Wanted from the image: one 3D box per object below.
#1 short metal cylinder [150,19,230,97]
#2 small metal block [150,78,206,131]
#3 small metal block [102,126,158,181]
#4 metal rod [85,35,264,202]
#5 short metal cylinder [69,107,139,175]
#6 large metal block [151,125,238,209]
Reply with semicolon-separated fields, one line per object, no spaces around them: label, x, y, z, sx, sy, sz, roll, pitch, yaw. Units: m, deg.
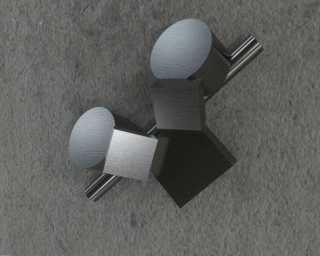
short metal cylinder;0.036;-0.080;0.368;0.080;0.050;0.080;-14;65;31
small metal block;0.021;-0.026;0.336;0.050;0.025;0.050;2;122;19
small metal block;-0.035;0.029;0.356;0.050;0.025;0.050;14;96;-13
metal rod;0.009;-0.003;0.406;0.299;0.025;0.025;-43;77;14
short metal cylinder;-0.072;0.018;0.406;0.080;0.050;0.080;-14;65;31
large metal block;0.035;0.038;0.382;0.080;0.050;0.080;-43;77;14
